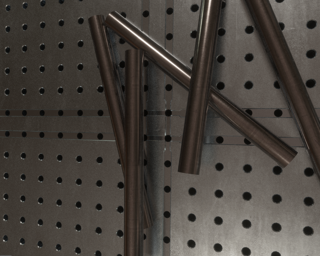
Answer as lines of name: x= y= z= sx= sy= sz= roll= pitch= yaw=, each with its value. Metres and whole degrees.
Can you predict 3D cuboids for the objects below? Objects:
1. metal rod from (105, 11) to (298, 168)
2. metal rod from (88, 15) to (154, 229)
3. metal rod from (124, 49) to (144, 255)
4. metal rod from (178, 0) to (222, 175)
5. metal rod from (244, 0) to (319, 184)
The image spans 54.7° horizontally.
metal rod: x=0.042 y=-0.058 z=0.397 sx=0.300 sy=0.025 sz=0.025 roll=41 pitch=103 yaw=15
metal rod: x=-0.055 y=-0.011 z=0.430 sx=0.025 sy=0.025 sz=0.298 roll=-15 pitch=85 yaw=19
metal rod: x=-0.033 y=0.050 z=0.398 sx=0.025 sy=0.025 sz=0.298 roll=-1 pitch=88 yaw=19
metal rod: x=0.054 y=-0.095 z=0.372 sx=0.025 sy=0.025 sz=0.298 roll=6 pitch=84 yaw=19
metal rod: x=0.144 y=-0.072 z=0.361 sx=0.025 sy=0.025 sz=0.299 roll=-22 pitch=83 yaw=18
